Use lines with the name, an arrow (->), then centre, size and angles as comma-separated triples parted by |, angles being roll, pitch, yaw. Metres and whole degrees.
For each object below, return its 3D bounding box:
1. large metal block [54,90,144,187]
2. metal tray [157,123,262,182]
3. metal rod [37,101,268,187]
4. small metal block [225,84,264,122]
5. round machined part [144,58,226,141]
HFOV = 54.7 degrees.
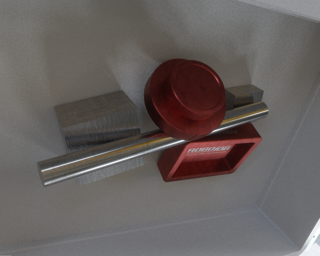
large metal block -> -0.069, 0.011, 0.360 | 0.081, 0.050, 0.079 | -17, 125, -19
metal tray -> 0.071, 0.035, 0.448 | 0.131, 0.030, 0.089 | -2, 139, -29
metal rod -> 0.015, 0.009, 0.364 | 0.303, 0.025, 0.025 | -15, 125, -29
small metal block -> 0.119, -0.033, 0.453 | 0.050, 0.025, 0.050 | -11, 123, -23
round machined part -> 0.035, -0.038, 0.354 | 0.099, 0.098, 0.042 | -5, 161, -27
